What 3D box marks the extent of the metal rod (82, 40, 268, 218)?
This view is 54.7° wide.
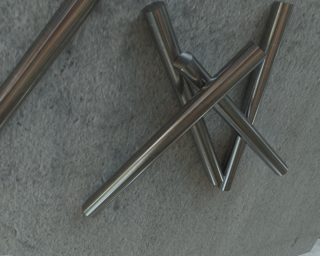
[{"bbox_3d":[0.004,0.014,0.376,0.025,0.025,0.299,29,115,-38],"label":"metal rod"}]

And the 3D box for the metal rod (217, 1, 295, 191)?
[{"bbox_3d":[0.135,-0.030,0.464,0.025,0.025,0.298,-4,120,-27],"label":"metal rod"}]

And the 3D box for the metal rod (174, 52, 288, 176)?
[{"bbox_3d":[0.116,-0.002,0.437,0.025,0.025,0.301,-48,129,5],"label":"metal rod"}]

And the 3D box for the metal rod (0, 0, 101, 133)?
[{"bbox_3d":[-0.088,-0.103,0.295,0.025,0.025,0.299,34,99,-39],"label":"metal rod"}]

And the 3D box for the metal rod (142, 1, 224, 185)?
[{"bbox_3d":[0.043,-0.022,0.418,0.025,0.025,0.299,-32,129,-8],"label":"metal rod"}]
